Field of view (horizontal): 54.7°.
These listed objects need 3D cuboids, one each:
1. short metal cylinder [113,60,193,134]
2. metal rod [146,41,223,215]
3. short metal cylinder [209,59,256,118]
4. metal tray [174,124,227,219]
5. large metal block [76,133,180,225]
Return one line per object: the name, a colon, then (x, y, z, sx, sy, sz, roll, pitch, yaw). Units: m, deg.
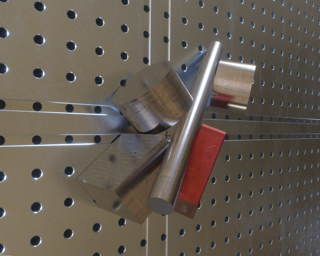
short metal cylinder: (-0.008, -0.036, 0.368, 0.080, 0.080, 0.050, -51, 121, -28)
metal rod: (0.043, -0.028, 0.378, 0.025, 0.025, 0.301, 54, 37, -26)
short metal cylinder: (0.107, -0.058, 0.459, 0.080, 0.050, 0.080, 12, 91, -78)
metal tray: (0.047, 0.061, 0.396, 0.130, 0.030, 0.090, 83, 31, -67)
large metal block: (-0.033, 0.052, 0.347, 0.080, 0.080, 0.050, -47, 119, -30)
